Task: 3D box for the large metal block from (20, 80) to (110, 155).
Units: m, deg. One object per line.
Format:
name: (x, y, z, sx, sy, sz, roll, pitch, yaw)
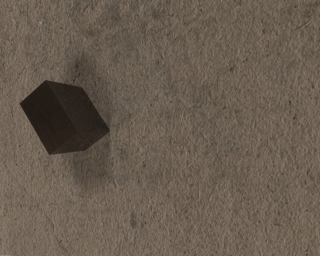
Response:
large metal block: (-0.127, -0.013, 0.423, 0.050, 0.080, 0.080, -37, 79, 16)
